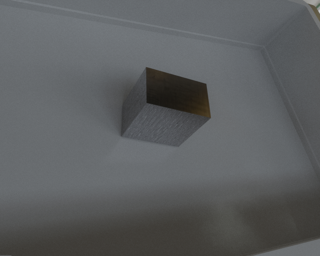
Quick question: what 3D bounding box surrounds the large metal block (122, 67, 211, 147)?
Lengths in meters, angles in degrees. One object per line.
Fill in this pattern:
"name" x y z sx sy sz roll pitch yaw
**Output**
"large metal block" 0.005 -0.022 0.385 0.081 0.080 0.050 12 57 -22
